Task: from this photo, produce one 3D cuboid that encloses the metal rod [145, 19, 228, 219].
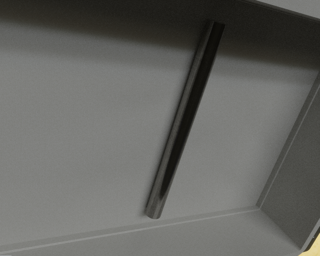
[{"bbox_3d":[0.029,0.004,0.428,0.025,0.025,0.298,2,117,-30],"label":"metal rod"}]
